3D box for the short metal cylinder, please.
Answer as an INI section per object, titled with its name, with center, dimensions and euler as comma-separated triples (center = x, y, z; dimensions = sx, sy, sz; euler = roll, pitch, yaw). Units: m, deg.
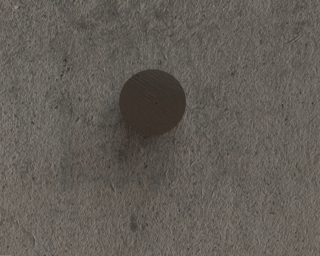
[short metal cylinder]
center = -0.009, -0.031, 0.397
dimensions = 0.081, 0.050, 0.080
euler = 0, 90, 0
